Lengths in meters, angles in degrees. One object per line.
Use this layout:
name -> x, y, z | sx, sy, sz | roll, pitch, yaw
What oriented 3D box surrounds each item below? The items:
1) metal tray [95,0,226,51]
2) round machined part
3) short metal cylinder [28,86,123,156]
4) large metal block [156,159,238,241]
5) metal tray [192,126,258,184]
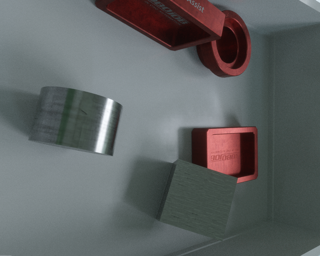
metal tray -> 0.002, -0.139, 0.367 | 0.131, 0.090, 0.030 | 19, 78, -39
round machined part -> 0.095, -0.126, 0.477 | 0.099, 0.042, 0.097 | 0, 90, -40
short metal cylinder -> -0.081, -0.004, 0.304 | 0.081, 0.080, 0.050 | 17, 79, -39
large metal block -> 0.047, 0.094, 0.408 | 0.080, 0.050, 0.080 | 18, 76, -2
metal tray -> 0.107, 0.043, 0.496 | 0.131, 0.030, 0.089 | -2, 91, -40
